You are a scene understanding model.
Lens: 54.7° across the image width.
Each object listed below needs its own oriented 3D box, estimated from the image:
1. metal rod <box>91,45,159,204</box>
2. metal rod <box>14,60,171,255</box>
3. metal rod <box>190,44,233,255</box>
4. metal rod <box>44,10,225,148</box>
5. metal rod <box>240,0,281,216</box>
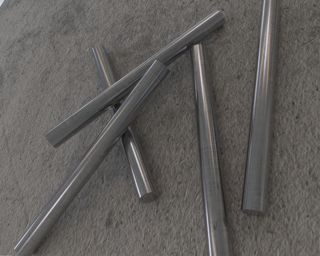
[{"bbox_3d":[-0.060,-0.027,0.452,0.025,0.025,0.300,-30,52,9],"label":"metal rod"},{"bbox_3d":[-0.087,0.039,0.400,0.025,0.025,0.299,37,90,38],"label":"metal rod"},{"bbox_3d":[0.057,0.017,0.363,0.025,0.025,0.299,-14,56,20],"label":"metal rod"},{"bbox_3d":[-0.030,-0.073,0.439,0.301,0.025,0.025,-38,51,-7],"label":"metal rod"},{"bbox_3d":[0.124,-0.048,0.368,0.025,0.025,0.300,-1,61,28],"label":"metal rod"}]
